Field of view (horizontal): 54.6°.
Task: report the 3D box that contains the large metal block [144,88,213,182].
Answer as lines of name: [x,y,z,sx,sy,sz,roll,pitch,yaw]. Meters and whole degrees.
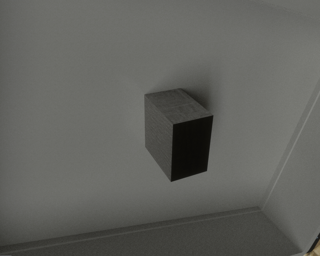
large metal block: [0.019,0.006,0.387,0.050,0.080,0.079,-13,124,-21]
